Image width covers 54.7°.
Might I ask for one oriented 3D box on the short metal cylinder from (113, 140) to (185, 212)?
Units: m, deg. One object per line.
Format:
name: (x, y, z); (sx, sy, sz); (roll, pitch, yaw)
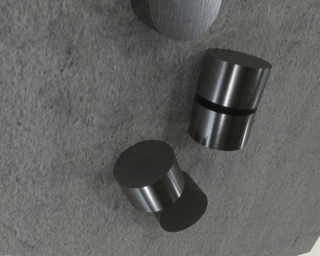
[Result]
short metal cylinder: (-0.013, 0.061, 0.404); (0.080, 0.080, 0.050); (-30, 129, -10)

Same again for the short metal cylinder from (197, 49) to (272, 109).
short metal cylinder: (0.090, -0.063, 0.384); (0.081, 0.080, 0.050); (-3, 120, -27)

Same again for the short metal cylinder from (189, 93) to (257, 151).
short metal cylinder: (0.082, -0.012, 0.410); (0.081, 0.080, 0.050); (-7, 122, -25)

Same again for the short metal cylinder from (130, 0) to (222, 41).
short metal cylinder: (0.016, -0.135, 0.317); (0.081, 0.050, 0.079); (-14, 125, -21)

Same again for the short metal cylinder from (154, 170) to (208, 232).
short metal cylinder: (0.026, 0.112, 0.476); (0.081, 0.050, 0.079); (-14, 125, -21)
